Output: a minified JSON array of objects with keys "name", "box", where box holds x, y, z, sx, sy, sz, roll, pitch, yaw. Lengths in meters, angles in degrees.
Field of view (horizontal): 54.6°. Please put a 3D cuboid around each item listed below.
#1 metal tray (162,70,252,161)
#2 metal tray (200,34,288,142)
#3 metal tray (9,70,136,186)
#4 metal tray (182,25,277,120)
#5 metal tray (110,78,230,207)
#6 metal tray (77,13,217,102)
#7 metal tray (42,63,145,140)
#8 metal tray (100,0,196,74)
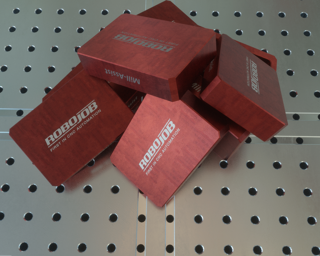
[{"name":"metal tray","box":[0.051,-0.023,0.387,0.130,0.090,0.030,42,76,14]},{"name":"metal tray","box":[0.097,-0.053,0.362,0.090,0.030,0.130,33,36,-10]},{"name":"metal tray","box":[-0.105,-0.003,0.385,0.130,0.030,0.090,-40,90,-2]},{"name":"metal tray","box":[0.091,-0.072,0.412,0.131,0.030,0.090,17,69,-15]},{"name":"metal tray","box":[0.005,0.019,0.356,0.090,0.129,0.030,42,33,13]},{"name":"metal tray","box":[-0.015,-0.084,0.346,0.130,0.030,0.090,21,56,28]},{"name":"metal tray","box":[-0.082,-0.051,0.427,0.090,0.030,0.130,37,74,12]},{"name":"metal tray","box":[-0.006,-0.119,0.432,0.131,0.030,0.090,-37,76,-27]}]
